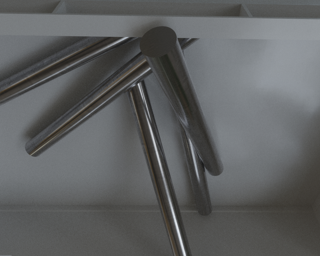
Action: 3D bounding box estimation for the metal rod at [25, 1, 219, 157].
[{"bbox_3d":[-0.065,-0.038,0.357,0.299,0.025,0.025,-31,124,30],"label":"metal rod"}]

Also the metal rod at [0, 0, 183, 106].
[{"bbox_3d":[-0.117,-0.070,0.347,0.300,0.025,0.025,-21,127,16],"label":"metal rod"}]

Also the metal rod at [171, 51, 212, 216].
[{"bbox_3d":[0.045,0.028,0.433,0.025,0.025,0.298,-10,130,7],"label":"metal rod"}]

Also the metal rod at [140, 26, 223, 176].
[{"bbox_3d":[0.041,0.002,0.332,0.025,0.025,0.300,-14,154,11],"label":"metal rod"}]

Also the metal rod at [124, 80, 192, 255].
[{"bbox_3d":[0.006,0.083,0.403,0.025,0.025,0.298,-12,105,10],"label":"metal rod"}]
